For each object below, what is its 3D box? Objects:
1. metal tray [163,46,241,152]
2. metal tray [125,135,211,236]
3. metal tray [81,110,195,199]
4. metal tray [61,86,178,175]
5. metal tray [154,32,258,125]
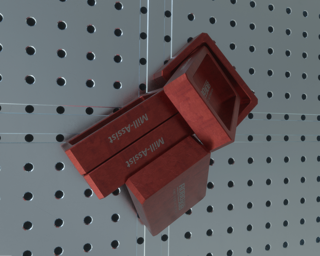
[{"bbox_3d":[0.057,-0.041,0.375,0.090,0.030,0.130,52,30,-13],"label":"metal tray"},{"bbox_3d":[0.014,0.074,0.370,0.090,0.129,0.030,-34,60,-17],"label":"metal tray"},{"bbox_3d":[-0.031,0.025,0.366,0.131,0.090,0.030,-34,102,-17],"label":"metal tray"},{"bbox_3d":[-0.048,0.000,0.361,0.131,0.090,0.030,-34,102,-17],"label":"metal tray"},{"bbox_3d":[0.067,-0.054,0.435,0.090,0.030,0.130,-46,105,-15],"label":"metal tray"}]
